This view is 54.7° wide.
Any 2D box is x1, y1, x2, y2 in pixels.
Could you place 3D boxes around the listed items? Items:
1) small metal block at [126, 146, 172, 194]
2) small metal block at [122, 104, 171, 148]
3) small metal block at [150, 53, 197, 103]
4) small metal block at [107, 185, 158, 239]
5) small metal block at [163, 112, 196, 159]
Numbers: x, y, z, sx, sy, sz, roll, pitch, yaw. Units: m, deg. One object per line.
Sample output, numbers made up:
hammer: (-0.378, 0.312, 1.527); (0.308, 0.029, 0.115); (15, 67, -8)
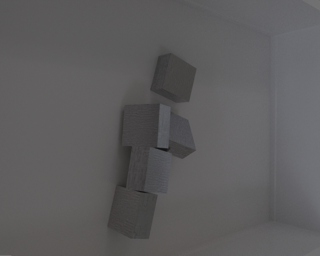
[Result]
small metal block: (-0.012, 0.051, 0.370); (0.050, 0.025, 0.050); (23, 71, -56)
small metal block: (-0.017, -0.002, 0.372); (0.025, 0.050, 0.050); (12, 80, -59)
small metal block: (0.019, -0.067, 0.422); (0.050, 0.025, 0.050); (22, 76, -38)
small metal block: (-0.033, 0.097, 0.363); (0.025, 0.050, 0.050); (19, 79, -39)
small metal block: (0.016, 0.008, 0.405); (0.050, 0.025, 0.050); (23, 43, -38)
